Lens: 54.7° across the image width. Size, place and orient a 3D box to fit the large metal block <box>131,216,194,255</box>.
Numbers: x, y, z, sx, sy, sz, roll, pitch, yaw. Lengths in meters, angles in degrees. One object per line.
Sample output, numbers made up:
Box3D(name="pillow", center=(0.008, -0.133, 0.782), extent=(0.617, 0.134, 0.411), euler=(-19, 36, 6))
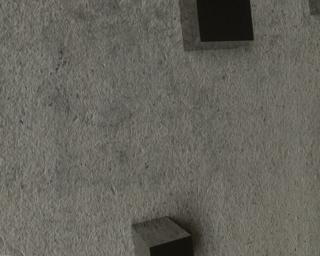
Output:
Box3D(name="large metal block", center=(0.004, 0.164, 0.381), extent=(0.050, 0.080, 0.080), euler=(-9, 93, -20))

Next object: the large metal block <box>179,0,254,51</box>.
Box3D(name="large metal block", center=(0.075, -0.152, 0.423), extent=(0.081, 0.050, 0.080), euler=(-7, 93, -20))

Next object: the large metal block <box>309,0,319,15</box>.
Box3D(name="large metal block", center=(0.288, -0.234, 0.501), extent=(0.081, 0.050, 0.080), euler=(-12, 94, -20))
